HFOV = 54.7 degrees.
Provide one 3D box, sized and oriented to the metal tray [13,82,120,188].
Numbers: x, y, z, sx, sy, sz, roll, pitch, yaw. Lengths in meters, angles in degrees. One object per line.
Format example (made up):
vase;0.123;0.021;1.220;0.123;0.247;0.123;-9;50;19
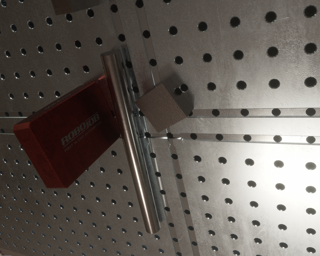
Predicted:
metal tray;-0.112;0.005;0.404;0.030;0.131;0.090;-9;114;32

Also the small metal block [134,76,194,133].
small metal block;0.005;-0.029;0.390;0.050;0.025;0.050;-29;103;37

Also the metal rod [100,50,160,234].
metal rod;-0.037;0.037;0.451;0.025;0.025;0.298;3;120;26

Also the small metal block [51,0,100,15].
small metal block;-0.099;-0.159;0.347;0.025;0.050;0.050;2;120;27
